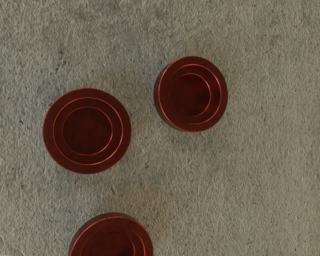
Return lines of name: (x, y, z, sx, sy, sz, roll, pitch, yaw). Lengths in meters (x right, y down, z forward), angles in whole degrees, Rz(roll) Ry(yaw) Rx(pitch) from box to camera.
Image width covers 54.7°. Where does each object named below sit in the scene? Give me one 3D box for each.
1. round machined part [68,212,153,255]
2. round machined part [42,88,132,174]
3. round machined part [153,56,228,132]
round machined part: (-0.061, 0.151, 0.378, 0.099, 0.042, 0.097, 0, 90, -20)
round machined part: (-0.087, 0.003, 0.368, 0.099, 0.042, 0.097, 0, 90, -20)
round machined part: (0.037, -0.043, 0.413, 0.099, 0.042, 0.097, 0, 90, -20)
